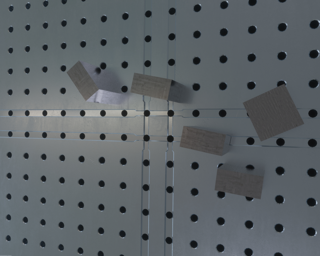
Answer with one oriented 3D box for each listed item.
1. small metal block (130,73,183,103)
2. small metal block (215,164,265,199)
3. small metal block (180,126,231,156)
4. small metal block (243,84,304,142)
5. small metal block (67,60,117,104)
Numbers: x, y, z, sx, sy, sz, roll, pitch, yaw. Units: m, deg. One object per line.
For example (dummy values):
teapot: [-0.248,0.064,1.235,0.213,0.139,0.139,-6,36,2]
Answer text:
small metal block: [-0.003,-0.051,0.401,0.050,0.050,0.025,14,95,19]
small metal block: [0.095,0.061,0.366,0.050,0.050,0.025,8,93,20]
small metal block: [0.057,0.014,0.379,0.050,0.050,0.025,12,94,19]
small metal block: [0.133,-0.017,0.366,0.050,0.025,0.050,-25,82,18]
small metal block: [-0.094,-0.063,0.433,0.025,0.050,0.050,-39,78,16]
